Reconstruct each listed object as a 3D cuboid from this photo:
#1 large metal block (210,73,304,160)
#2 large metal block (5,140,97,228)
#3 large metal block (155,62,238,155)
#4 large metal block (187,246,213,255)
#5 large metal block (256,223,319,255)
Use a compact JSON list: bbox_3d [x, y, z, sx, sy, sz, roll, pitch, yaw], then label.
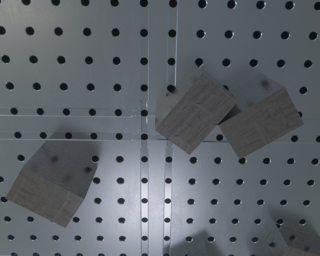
[{"bbox_3d":[0.111,-0.017,0.378,0.080,0.080,0.050,-31,107,11],"label":"large metal block"},{"bbox_3d":[-0.138,0.071,0.409,0.080,0.080,0.050,31,107,-11],"label":"large metal block"},{"bbox_3d":[0.039,-0.027,0.374,0.050,0.080,0.080,37,106,-12],"label":"large metal block"},{"bbox_3d":[0.061,0.250,0.492,0.080,0.050,0.080,-31,107,10],"label":"large metal block"},{"bbox_3d":[0.204,0.205,0.477,0.080,0.050,0.080,19,109,-7],"label":"large metal block"}]
